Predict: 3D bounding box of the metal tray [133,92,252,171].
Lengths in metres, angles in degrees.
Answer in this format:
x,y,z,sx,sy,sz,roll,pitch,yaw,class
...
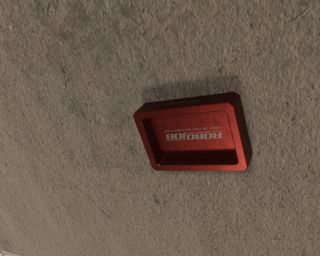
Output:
x,y,z,sx,sy,sz,roll,pitch,yaw,class
0.040,0.009,0.386,0.130,0.030,0.090,-5,116,30,metal tray
